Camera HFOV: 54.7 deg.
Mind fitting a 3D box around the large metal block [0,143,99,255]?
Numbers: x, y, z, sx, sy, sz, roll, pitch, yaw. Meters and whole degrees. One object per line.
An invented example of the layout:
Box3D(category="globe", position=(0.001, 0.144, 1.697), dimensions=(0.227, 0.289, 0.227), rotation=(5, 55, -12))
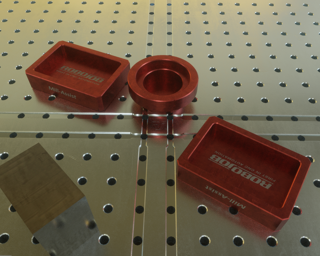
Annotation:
Box3D(category="large metal block", position=(-0.111, 0.075, 0.308), dimensions=(0.050, 0.080, 0.080), rotation=(-36, 59, -26))

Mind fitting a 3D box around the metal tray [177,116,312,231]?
Box3D(category="metal tray", position=(0.096, 0.047, 0.364), dimensions=(0.130, 0.030, 0.090), rotation=(26, 55, 20))

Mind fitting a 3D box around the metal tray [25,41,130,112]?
Box3D(category="metal tray", position=(-0.122, -0.083, 0.472), dimensions=(0.130, 0.030, 0.090), rotation=(20, 53, 15))

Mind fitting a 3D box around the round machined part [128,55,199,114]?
Box3D(category="round machined part", position=(0.004, -0.058, 0.445), dimensions=(0.099, 0.042, 0.098), rotation=(0, 50, 0))
